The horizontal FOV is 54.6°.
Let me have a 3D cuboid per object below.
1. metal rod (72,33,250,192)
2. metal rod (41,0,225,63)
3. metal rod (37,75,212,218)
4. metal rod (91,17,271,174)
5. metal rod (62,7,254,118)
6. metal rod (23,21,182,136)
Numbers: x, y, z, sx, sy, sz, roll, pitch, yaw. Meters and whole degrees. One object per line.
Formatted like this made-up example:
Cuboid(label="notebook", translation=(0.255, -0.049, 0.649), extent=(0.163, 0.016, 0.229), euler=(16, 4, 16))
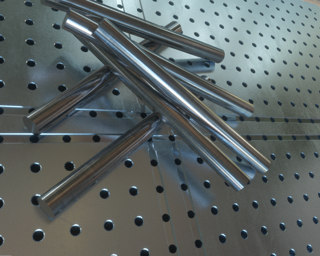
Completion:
Cuboid(label="metal rod", translation=(-0.005, -0.034, 0.392), extent=(0.300, 0.025, 0.025), euler=(44, 51, 2))
Cuboid(label="metal rod", translation=(-0.014, -0.139, 0.446), extent=(0.302, 0.025, 0.025), euler=(7, 58, -39))
Cuboid(label="metal rod", translation=(-0.020, 0.003, 0.395), extent=(0.025, 0.025, 0.302), euler=(47, 51, 4))
Cuboid(label="metal rod", translation=(0.043, -0.026, 0.394), extent=(0.301, 0.025, 0.025), euler=(37, 49, -25))
Cuboid(label="metal rod", translation=(0.019, -0.074, 0.415), extent=(0.302, 0.025, 0.025), euler=(21, 53, -31))
Cuboid(label="metal rod", translation=(-0.056, -0.085, 0.429), extent=(0.025, 0.025, 0.301), euler=(43, 51, 2))
